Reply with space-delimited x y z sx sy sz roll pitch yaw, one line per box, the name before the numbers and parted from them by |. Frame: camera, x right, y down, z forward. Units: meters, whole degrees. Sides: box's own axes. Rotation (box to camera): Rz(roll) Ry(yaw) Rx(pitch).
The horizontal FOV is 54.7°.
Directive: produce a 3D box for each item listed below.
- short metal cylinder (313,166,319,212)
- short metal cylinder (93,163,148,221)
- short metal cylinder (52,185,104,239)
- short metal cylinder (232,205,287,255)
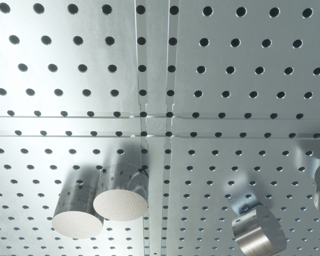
short metal cylinder | 0.271 0.092 0.457 0.080 0.080 0.050 -11 129 9
short metal cylinder | -0.059 0.100 0.480 0.081 0.050 0.079 0 130 0
short metal cylinder | -0.132 0.140 0.513 0.081 0.050 0.079 0 130 0
short metal cylinder | 0.170 0.179 0.530 0.080 0.080 0.050 35 122 -26
